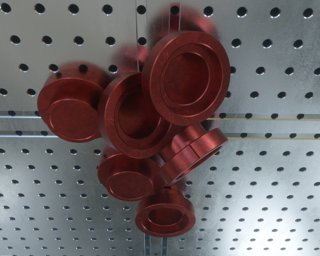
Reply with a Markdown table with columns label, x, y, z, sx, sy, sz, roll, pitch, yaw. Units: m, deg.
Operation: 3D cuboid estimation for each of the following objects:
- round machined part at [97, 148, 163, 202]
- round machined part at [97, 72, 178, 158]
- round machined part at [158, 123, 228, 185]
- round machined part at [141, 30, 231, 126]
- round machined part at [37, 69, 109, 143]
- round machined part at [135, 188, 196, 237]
| label | x | y | z | sx | sy | sz | roll | pitch | yaw |
| --- | --- | --- | --- | --- | --- | --- | --- | --- | --- |
| round machined part | -0.044 | 0.072 | 0.462 | 0.099 | 0.042 | 0.097 | 0 | 130 | 0 |
| round machined part | -0.028 | -0.017 | 0.364 | 0.099 | 0.042 | 0.097 | -7 | 102 | -34 |
| round machined part | 0.037 | 0.029 | 0.402 | 0.098 | 0.099 | 0.042 | -45 | 74 | 31 |
| round machined part | 0.024 | -0.055 | 0.335 | 0.099 | 0.042 | 0.097 | -10 | 112 | -26 |
| round machined part | -0.101 | -0.020 | 0.383 | 0.099 | 0.042 | 0.097 | 0 | 130 | 0 |
| round machined part | 0.009 | 0.138 | 0.518 | 0.099 | 0.042 | 0.097 | 0 | 130 | 0 |
